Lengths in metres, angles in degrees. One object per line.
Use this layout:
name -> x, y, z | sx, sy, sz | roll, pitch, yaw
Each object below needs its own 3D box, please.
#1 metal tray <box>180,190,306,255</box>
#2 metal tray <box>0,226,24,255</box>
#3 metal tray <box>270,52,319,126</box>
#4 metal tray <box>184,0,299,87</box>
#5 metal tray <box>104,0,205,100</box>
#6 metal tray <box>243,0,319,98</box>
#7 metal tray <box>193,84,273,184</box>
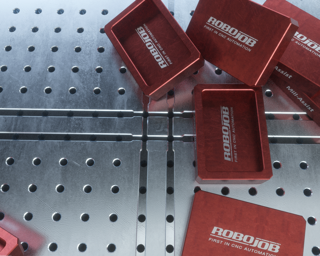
metal tray -> 0.095, 0.133, 0.361 | 0.131, 0.030, 0.090 | 14, 71, 5
metal tray -> -0.228, 0.132, 0.331 | 0.130, 0.030, 0.090 | 24, 46, 17
metal tray -> 0.227, -0.066, 0.434 | 0.090, 0.030, 0.130 | -36, 74, -12
metal tray -> 0.098, -0.123, 0.408 | 0.130, 0.030, 0.089 | 40, 119, 29
metal tray -> -0.010, -0.116, 0.434 | 0.090, 0.030, 0.130 | -36, 73, 11
metal tray -> 0.180, -0.113, 0.419 | 0.130, 0.030, 0.090 | 37, 74, 12
metal tray -> 0.091, 0.006, 0.407 | 0.090, 0.030, 0.130 | 0, 70, 0
